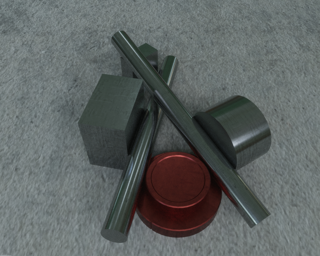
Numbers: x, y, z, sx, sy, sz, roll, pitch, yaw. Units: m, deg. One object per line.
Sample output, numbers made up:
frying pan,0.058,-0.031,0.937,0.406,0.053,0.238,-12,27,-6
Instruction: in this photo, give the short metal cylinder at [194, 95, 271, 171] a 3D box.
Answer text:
short metal cylinder,0.082,0.008,0.364,0.050,0.080,0.080,-26,55,-20

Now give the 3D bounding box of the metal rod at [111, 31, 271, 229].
metal rod,0.022,-0.016,0.374,0.025,0.025,0.300,-26,64,-20

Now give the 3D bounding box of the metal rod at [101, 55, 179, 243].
metal rod,-0.012,-0.003,0.388,0.025,0.025,0.300,9,44,7

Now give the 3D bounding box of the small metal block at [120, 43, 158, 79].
small metal block,-0.030,-0.091,0.464,0.025,0.050,0.050,38,59,27

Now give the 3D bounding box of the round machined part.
round machined part,0.019,0.065,0.340,0.099,0.042,0.098,0,50,0

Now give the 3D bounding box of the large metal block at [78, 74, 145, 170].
large metal block,-0.053,-0.006,0.373,0.050,0.080,0.080,9,51,7
